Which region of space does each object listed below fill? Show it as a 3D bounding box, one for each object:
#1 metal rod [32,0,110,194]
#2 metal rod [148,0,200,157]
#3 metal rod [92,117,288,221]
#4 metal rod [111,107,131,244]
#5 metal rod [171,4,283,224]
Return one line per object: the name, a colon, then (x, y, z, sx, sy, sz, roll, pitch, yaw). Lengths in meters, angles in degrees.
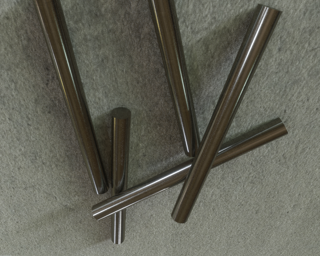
metal rod: (-0.101, -0.019, 0.389, 0.025, 0.025, 0.298, -3, 130, 2)
metal rod: (0.014, -0.079, 0.340, 0.025, 0.025, 0.298, -10, 130, 8)
metal rod: (0.033, 0.064, 0.442, 0.300, 0.025, 0.025, -27, 126, 13)
metal rod: (-0.064, 0.094, 0.486, 0.025, 0.025, 0.298, 4, 130, -4)
metal rod: (0.069, 0.005, 0.379, 0.025, 0.025, 0.298, 12, 119, -11)
